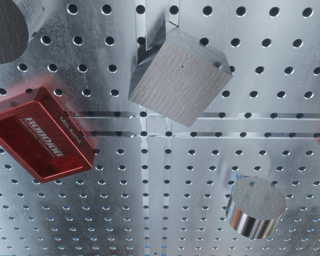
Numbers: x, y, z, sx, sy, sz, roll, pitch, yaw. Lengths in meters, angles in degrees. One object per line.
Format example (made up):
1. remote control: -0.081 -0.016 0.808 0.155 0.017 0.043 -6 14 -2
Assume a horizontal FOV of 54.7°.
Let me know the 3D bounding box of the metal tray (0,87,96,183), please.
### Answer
1. metal tray: -0.160 0.016 0.419 0.090 0.030 0.130 -18 128 14

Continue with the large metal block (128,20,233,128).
1. large metal block: 0.020 -0.058 0.346 0.080 0.050 0.080 24 126 -19

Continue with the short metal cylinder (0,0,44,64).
1. short metal cylinder: -0.161 -0.110 0.300 0.081 0.050 0.079 0 130 0

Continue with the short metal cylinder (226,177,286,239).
1. short metal cylinder: 0.147 0.123 0.481 0.081 0.080 0.050 2 130 -2
